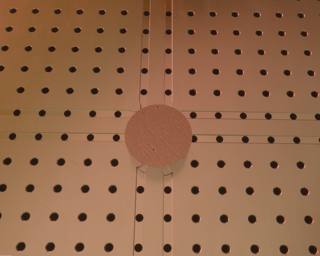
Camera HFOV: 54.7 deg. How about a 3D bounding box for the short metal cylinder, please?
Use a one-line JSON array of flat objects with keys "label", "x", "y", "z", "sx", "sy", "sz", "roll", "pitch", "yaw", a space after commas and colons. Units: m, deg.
[{"label": "short metal cylinder", "x": -0.002, "y": 0.016, "z": 0.392, "sx": 0.081, "sy": 0.050, "sz": 0.080, "roll": 0, "pitch": 70, "yaw": 0}]
